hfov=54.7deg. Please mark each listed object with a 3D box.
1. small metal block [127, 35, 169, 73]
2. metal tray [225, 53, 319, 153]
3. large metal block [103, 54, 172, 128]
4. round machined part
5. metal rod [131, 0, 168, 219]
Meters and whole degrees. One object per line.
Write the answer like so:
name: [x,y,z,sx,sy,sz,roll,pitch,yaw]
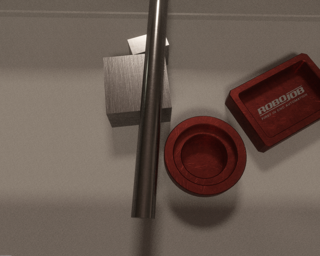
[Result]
small metal block: [-0.016,-0.106,0.435,0.050,0.050,0.025,-17,71,-7]
metal tray: [0.168,-0.036,0.422,0.131,0.030,0.090,-28,73,-10]
large metal block: [-0.030,-0.050,0.414,0.081,0.050,0.080,-6,70,-3]
round machined part: [0.054,0.037,0.388,0.099,0.042,0.098,0,70,-1]
metal rod: [-0.009,-0.047,0.373,0.025,0.025,0.299,3,71,1]
